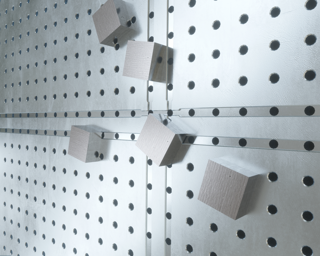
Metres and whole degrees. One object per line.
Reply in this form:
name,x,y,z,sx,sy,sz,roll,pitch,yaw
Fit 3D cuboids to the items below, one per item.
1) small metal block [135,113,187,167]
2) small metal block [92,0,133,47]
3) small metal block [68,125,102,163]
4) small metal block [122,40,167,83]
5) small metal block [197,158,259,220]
small metal block,0.000,0.015,0.410,0.050,0.025,0.050,39,114,33
small metal block,-0.073,-0.160,0.471,0.050,0.025,0.050,-27,73,37
small metal block,-0.125,0.025,0.514,0.050,0.025,0.050,17,101,38
small metal block,-0.022,-0.092,0.429,0.050,0.025,0.050,17,101,39
small metal block,0.075,0.066,0.348,0.050,0.025,0.050,23,104,37
